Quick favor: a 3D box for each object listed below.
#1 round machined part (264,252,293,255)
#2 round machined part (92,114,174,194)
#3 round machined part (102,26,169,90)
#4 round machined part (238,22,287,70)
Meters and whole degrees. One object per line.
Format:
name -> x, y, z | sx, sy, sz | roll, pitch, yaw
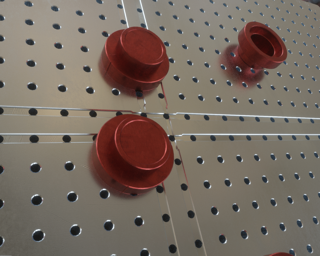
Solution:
round machined part -> 0.135, 0.196, 0.350 | 0.099, 0.042, 0.098 | 13, 56, -21
round machined part -> -0.027, 0.025, 0.367 | 0.099, 0.042, 0.098 | 14, 56, -21
round machined part -> -0.030, -0.106, 0.445 | 0.099, 0.042, 0.098 | 13, 56, -21
round machined part -> 0.188, -0.151, 0.590 | 0.099, 0.042, 0.098 | 13, 56, -21
